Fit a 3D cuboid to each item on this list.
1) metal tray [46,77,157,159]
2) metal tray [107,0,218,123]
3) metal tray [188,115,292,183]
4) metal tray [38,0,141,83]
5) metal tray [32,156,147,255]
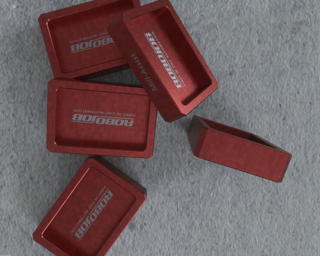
[{"bbox_3d":[-0.071,-0.012,0.390,0.131,0.030,0.089,4,103,-7],"label":"metal tray"},{"bbox_3d":[0.008,-0.083,0.372,0.091,0.030,0.130,-40,101,-42],"label":"metal tray"},{"bbox_3d":[0.081,0.018,0.357,0.090,0.130,0.030,18,98,0],"label":"metal tray"},{"bbox_3d":[-0.081,-0.116,0.406,0.131,0.030,0.090,-15,90,-1],"label":"metal tray"},{"bbox_3d":[-0.089,0.111,0.403,0.090,0.030,0.130,36,92,-1],"label":"metal tray"}]
